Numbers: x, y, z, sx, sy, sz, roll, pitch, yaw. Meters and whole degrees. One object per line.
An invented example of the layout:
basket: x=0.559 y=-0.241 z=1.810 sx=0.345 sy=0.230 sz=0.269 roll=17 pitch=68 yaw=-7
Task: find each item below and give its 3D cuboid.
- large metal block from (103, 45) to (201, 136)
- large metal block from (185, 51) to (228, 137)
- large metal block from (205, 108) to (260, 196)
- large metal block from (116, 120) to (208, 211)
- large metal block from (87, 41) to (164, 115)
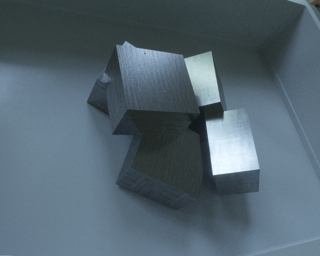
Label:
large metal block: x=-0.012 y=-0.039 z=0.340 sx=0.081 sy=0.050 sz=0.080 roll=2 pitch=60 yaw=-26
large metal block: x=0.059 y=-0.042 z=0.419 sx=0.080 sy=0.050 sz=0.080 roll=53 pitch=29 yaw=-55
large metal block: x=0.091 y=0.033 z=0.391 sx=0.050 sy=0.080 sz=0.080 roll=-9 pitch=59 yaw=11
large metal block: x=0.005 y=0.039 z=0.364 sx=0.080 sy=0.050 sz=0.080 roll=27 pitch=52 yaw=-12
large metal block: x=-0.035 y=-0.053 z=0.403 sx=0.080 sy=0.050 sz=0.080 roll=32 pitch=51 yaw=-8
